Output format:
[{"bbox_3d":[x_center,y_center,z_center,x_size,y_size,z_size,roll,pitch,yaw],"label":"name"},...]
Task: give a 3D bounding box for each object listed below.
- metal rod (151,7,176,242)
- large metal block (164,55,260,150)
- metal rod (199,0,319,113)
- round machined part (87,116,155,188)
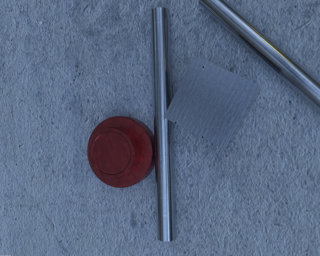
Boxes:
[{"bbox_3d":[0.004,-0.005,0.406,0.025,0.025,0.298,-2,89,19],"label":"metal rod"},{"bbox_3d":[0.064,-0.030,0.373,0.080,0.050,0.080,29,99,17],"label":"large metal block"},{"bbox_3d":[0.157,-0.057,0.353,0.025,0.025,0.300,-46,76,14],"label":"metal rod"},{"bbox_3d":[-0.057,0.033,0.419,0.098,0.042,0.097,0,90,19],"label":"round machined part"}]
